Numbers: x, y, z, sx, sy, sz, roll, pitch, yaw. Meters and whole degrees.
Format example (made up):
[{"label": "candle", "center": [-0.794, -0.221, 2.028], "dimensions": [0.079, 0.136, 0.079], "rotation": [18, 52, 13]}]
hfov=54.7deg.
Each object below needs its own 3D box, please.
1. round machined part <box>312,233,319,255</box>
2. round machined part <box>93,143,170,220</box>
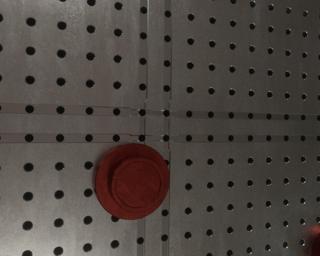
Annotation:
[{"label": "round machined part", "center": [0.310, 0.217, 0.521], "dimensions": [0.099, 0.042, 0.097], "rotation": [0, 90, -21]}, {"label": "round machined part", "center": [-0.033, 0.068, 0.393], "dimensions": [0.099, 0.042, 0.097], "rotation": [0, 90, -21]}]
